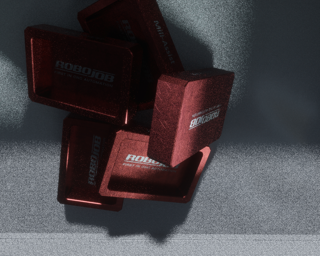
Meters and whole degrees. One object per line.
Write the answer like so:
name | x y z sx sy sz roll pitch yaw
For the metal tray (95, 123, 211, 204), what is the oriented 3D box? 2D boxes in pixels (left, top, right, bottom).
metal tray | -0.009 0.048 0.403 0.131 0.030 0.089 11 108 -24

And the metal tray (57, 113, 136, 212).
metal tray | -0.087 0.047 0.424 0.091 0.030 0.129 9 110 -4

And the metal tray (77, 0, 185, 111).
metal tray | -0.029 -0.085 0.351 0.090 0.030 0.129 -8 115 41

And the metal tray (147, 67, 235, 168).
metal tray | 0.040 -0.018 0.352 0.030 0.131 0.089 20 113 28

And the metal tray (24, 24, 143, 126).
metal tray | -0.090 -0.062 0.358 0.131 0.030 0.089 15 118 13
